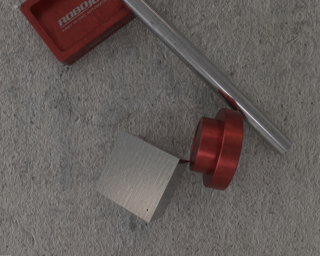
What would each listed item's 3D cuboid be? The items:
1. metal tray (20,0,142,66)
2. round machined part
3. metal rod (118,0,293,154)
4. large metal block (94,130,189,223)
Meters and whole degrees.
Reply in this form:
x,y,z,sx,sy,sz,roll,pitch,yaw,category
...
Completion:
x,y,z,sx,sy,sz,roll,pitch,yaw,category
-0.101,-0.156,0.406,0.130,0.030,0.090,-37,90,0,metal tray
0.064,0.023,0.374,0.042,0.098,0.097,12,90,0,round machined part
0.056,-0.075,0.393,0.300,0.025,0.025,43,90,-7,metal rod
-0.021,0.058,0.385,0.080,0.050,0.080,26,90,20,large metal block
